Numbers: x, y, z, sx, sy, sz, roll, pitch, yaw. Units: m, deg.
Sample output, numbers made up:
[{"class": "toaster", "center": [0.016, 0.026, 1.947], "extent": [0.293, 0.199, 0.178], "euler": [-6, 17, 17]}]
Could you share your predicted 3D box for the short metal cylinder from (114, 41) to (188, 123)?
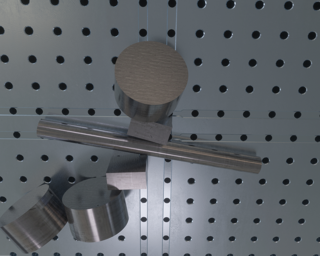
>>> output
[{"class": "short metal cylinder", "center": [-0.012, -0.052, 0.359], "extent": [0.081, 0.050, 0.080], "euler": [3, 69, -8]}]

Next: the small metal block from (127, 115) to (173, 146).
[{"class": "small metal block", "center": [-0.013, -0.005, 0.398], "extent": [0.050, 0.050, 0.025], "euler": [16, 110, -6]}]

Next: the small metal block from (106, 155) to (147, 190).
[{"class": "small metal block", "center": [-0.043, 0.060, 0.422], "extent": [0.050, 0.050, 0.025], "euler": [-2, 110, 0]}]

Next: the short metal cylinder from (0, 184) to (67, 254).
[{"class": "short metal cylinder", "center": [-0.172, 0.124, 0.428], "extent": [0.080, 0.080, 0.050], "euler": [-29, 108, 10]}]

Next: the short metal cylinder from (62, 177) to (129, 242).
[{"class": "short metal cylinder", "center": [-0.087, 0.109, 0.423], "extent": [0.080, 0.080, 0.050], "euler": [-7, 110, 2]}]

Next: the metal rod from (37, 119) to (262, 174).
[{"class": "metal rod", "center": [-0.011, 0.026, 0.422], "extent": [0.302, 0.025, 0.025], "euler": [10, 110, -4]}]
